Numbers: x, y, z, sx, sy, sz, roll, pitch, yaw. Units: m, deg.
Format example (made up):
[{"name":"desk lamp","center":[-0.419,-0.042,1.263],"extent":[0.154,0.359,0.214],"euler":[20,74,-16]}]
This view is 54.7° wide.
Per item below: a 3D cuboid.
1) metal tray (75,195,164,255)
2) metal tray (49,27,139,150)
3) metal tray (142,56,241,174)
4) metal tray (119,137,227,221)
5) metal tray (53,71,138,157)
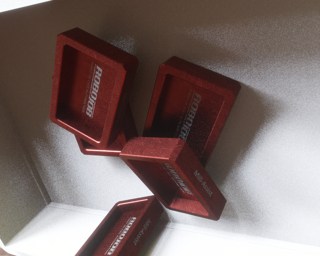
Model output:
[{"name":"metal tray","center":[-0.060,0.160,0.470],"extent":[0.090,0.131,0.030],"euler":[-19,109,35]},{"name":"metal tray","center":[-0.086,-0.044,0.381],"extent":[0.090,0.030,0.129],"euler":[28,128,9]},{"name":"metal tray","center":[0.032,-0.011,0.380],"extent":[0.090,0.030,0.129],"euler":[25,127,12]},{"name":"metal tray","center":[0.018,0.065,0.398],"extent":[0.090,0.030,0.130],"euler":[0,138,42]},{"name":"metal tray","center":[-0.087,-0.022,0.435],"extent":[0.090,0.030,0.129],"euler":[0,119,27]}]
